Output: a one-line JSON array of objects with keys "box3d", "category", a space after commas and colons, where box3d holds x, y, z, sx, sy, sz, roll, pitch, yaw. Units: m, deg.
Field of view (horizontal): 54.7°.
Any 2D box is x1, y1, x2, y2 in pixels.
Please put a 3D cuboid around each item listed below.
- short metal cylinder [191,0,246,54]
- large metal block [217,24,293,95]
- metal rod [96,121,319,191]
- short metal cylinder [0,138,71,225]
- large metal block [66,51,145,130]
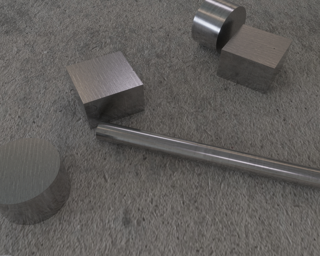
[{"box3d": [0.097, -0.169, 0.511, 0.050, 0.080, 0.080, 36, 59, 26], "category": "short metal cylinder"}, {"box3d": [0.145, -0.108, 0.479, 0.080, 0.050, 0.080, 26, 55, 20], "category": "large metal block"}, {"box3d": [0.068, 0.034, 0.374, 0.301, 0.025, 0.025, 12, 51, 10], "category": "metal rod"}, {"box3d": [-0.144, 0.058, 0.338, 0.081, 0.050, 0.080, 0, 50, 0], "category": "short metal cylinder"}, {"box3d": [-0.075, -0.055, 0.432, 0.081, 0.050, 0.080, -21, 53, -17], "category": "large metal block"}]
